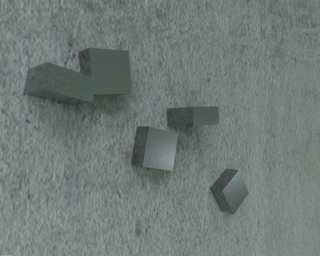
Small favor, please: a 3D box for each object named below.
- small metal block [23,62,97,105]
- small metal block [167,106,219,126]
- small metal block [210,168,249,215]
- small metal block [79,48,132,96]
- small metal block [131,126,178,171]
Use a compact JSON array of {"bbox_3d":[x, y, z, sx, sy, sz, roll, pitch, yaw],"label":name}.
[{"bbox_3d":[-0.099,-0.042,0.307,0.050,0.050,0.025,14,81,-40],"label":"small metal block"},{"bbox_3d":[0.045,-0.016,0.429,0.050,0.050,0.025,-4,93,-40],"label":"small metal block"},{"bbox_3d":[0.114,0.102,0.503,0.050,0.025,0.050,-42,116,-32],"label":"small metal block"},{"bbox_3d":[-0.062,-0.063,0.354,0.050,0.025,0.050,-7,95,-40],"label":"small metal block"},{"bbox_3d":[-0.006,0.027,0.401,0.050,0.025,0.050,15,81,-39],"label":"small metal block"}]
